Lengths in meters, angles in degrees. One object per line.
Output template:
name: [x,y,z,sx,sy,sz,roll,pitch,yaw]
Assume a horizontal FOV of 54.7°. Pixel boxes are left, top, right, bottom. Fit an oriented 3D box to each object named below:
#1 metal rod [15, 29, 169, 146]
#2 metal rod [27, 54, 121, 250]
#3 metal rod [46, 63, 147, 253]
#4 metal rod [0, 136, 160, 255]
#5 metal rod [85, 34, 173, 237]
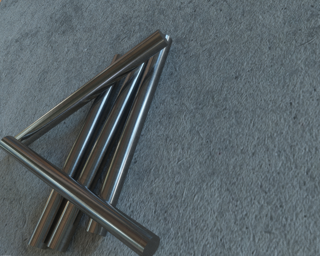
metal rod: [-0.116,-0.047,0.462,0.300,0.025,0.025,-32,51,18]
metal rod: [-0.109,0.019,0.447,0.025,0.025,0.300,6,64,30]
metal rod: [-0.075,0.017,0.430,0.025,0.025,0.300,8,66,31]
metal rod: [-0.121,0.070,0.388,0.300,0.025,0.025,22,74,36]
metal rod: [-0.034,-0.006,0.424,0.025,0.025,0.300,4,63,29]
